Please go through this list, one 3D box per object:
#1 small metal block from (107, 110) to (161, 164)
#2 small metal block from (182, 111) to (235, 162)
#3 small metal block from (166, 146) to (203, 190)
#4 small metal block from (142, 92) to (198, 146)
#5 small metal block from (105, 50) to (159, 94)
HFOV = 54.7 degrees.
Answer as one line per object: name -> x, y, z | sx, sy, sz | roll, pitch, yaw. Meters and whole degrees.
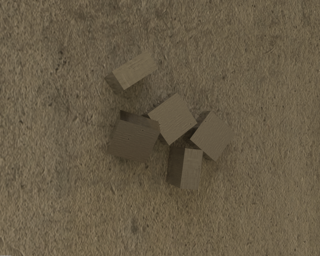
small metal block -> -0.033, 0.011, 0.383 | 0.050, 0.025, 0.050 | 17, 117, -16
small metal block -> 0.068, 0.011, 0.434 | 0.050, 0.025, 0.050 | 41, 77, -16
small metal block -> 0.031, 0.051, 0.407 | 0.025, 0.050, 0.050 | 8, 87, -20
small metal block -> 0.013, -0.012, 0.414 | 0.050, 0.025, 0.050 | -38, 102, -16
small metal block -> -0.037, -0.068, 0.382 | 0.050, 0.050, 0.025 | -36, 102, -16
